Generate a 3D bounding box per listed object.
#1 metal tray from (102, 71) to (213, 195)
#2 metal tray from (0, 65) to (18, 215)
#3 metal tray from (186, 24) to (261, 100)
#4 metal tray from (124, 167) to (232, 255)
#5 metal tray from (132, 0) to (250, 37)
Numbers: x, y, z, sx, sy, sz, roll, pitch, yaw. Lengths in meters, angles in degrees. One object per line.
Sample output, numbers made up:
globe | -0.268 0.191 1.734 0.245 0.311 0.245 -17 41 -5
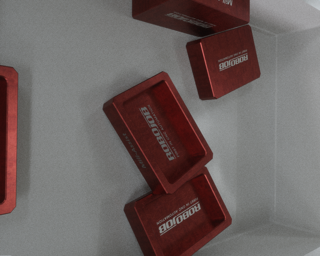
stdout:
metal tray | 0.001 0.006 0.384 0.091 0.030 0.130 -35 98 -35
metal tray | -0.167 0.010 0.251 0.091 0.030 0.129 1 89 -52
metal tray | 0.105 -0.106 0.491 0.131 0.030 0.089 -27 107 -37
metal tray | 0.028 0.114 0.406 0.131 0.030 0.090 -21 82 -38
metal tray | 0.041 -0.153 0.398 0.131 0.090 0.030 0 90 -40
